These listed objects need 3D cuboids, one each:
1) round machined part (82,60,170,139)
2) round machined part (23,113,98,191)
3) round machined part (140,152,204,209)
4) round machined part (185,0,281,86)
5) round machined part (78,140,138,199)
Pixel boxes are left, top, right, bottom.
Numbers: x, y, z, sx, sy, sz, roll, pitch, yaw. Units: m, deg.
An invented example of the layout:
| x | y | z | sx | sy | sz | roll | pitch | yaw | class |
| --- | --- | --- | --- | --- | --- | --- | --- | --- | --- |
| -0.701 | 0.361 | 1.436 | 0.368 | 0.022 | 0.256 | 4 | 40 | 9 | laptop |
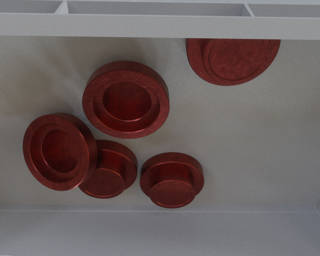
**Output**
| x | y | z | sx | sy | sz | roll | pitch | yaw | class |
| --- | --- | --- | --- | --- | --- | --- | --- | --- | --- |
| -0.038 | -0.037 | 0.366 | 0.099 | 0.042 | 0.097 | 0 | 130 | 0 | round machined part |
| -0.123 | 0.028 | 0.401 | 0.098 | 0.042 | 0.097 | 4 | 102 | 19 | round machined part |
| 0.018 | 0.086 | 0.471 | 0.099 | 0.042 | 0.097 | 0 | 130 | 0 | round machined part |
| 0.077 | -0.085 | 0.326 | 0.099 | 0.042 | 0.097 | 0 | 130 | 0 | round machined part |
| -0.083 | 0.067 | 0.454 | 0.099 | 0.042 | 0.097 | 0 | 130 | 0 | round machined part |
